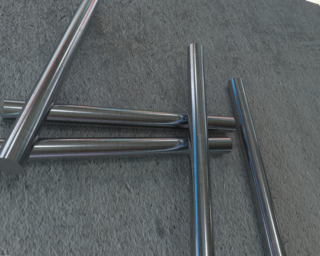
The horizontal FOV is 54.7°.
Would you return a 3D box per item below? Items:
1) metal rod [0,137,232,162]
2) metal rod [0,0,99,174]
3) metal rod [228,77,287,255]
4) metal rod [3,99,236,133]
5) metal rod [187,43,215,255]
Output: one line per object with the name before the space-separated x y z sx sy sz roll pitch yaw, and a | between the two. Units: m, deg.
metal rod | -0.039 0.023 0.368 0.303 0.025 0.025 1 62 -28
metal rod | -0.117 -0.079 0.365 0.025 0.025 0.300 21 47 -16
metal rod | 0.136 0.053 0.443 0.025 0.025 0.299 10 58 -23
metal rod | -0.030 -0.011 0.394 0.302 0.025 0.025 3 61 -27
metal rod | 0.048 0.007 0.391 0.025 0.025 0.300 15 56 -20
